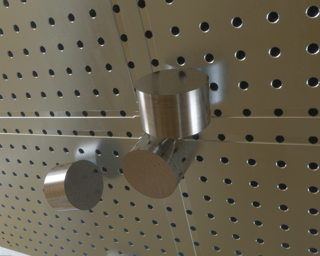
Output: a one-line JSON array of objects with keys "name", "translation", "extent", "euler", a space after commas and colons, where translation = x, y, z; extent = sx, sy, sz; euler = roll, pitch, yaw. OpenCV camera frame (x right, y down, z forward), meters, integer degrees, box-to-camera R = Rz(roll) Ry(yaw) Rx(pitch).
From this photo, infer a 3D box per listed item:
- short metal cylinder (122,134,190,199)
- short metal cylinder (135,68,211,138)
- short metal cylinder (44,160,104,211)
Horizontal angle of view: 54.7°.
[{"name": "short metal cylinder", "translation": [-0.005, 0.050, 0.429], "extent": [0.080, 0.050, 0.079], "euler": [13, 124, 21]}, {"name": "short metal cylinder", "translation": [0.016, -0.030, 0.349], "extent": [0.080, 0.080, 0.050], "euler": [7, 122, 24]}, {"name": "short metal cylinder", "translation": [-0.140, 0.095, 0.509], "extent": [0.050, 0.080, 0.080], "euler": [-14, 111, 34]}]
